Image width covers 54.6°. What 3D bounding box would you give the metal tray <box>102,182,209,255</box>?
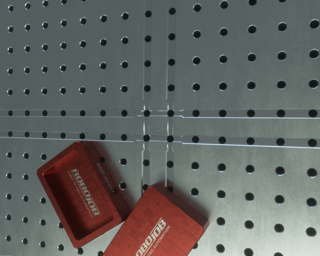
[{"bbox_3d":[-0.008,0.151,0.413,0.090,0.030,0.130,36,101,16],"label":"metal tray"}]

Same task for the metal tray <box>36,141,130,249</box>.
[{"bbox_3d":[-0.112,0.094,0.450,0.090,0.030,0.130,-35,79,16],"label":"metal tray"}]
